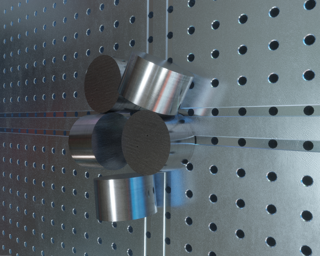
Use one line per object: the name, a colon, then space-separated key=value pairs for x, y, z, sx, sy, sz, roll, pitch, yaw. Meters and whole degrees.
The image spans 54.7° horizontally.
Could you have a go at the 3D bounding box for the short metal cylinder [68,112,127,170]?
short metal cylinder: x=-0.081 y=0.019 z=0.442 sx=0.050 sy=0.081 sz=0.080 roll=-3 pitch=88 yaw=39

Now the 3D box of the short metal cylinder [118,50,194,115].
short metal cylinder: x=-0.005 y=-0.056 z=0.378 sx=0.080 sy=0.081 sz=0.050 roll=35 pitch=111 yaw=34

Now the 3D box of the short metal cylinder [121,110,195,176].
short metal cylinder: x=-0.003 y=0.018 z=0.396 sx=0.080 sy=0.050 sz=0.079 roll=1 pitch=91 yaw=39

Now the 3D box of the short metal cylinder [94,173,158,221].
short metal cylinder: x=-0.045 y=0.088 z=0.410 sx=0.080 sy=0.081 sz=0.050 roll=-8 pitch=86 yaw=40

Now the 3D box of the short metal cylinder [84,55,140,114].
short metal cylinder: x=-0.064 y=-0.061 z=0.445 sx=0.080 sy=0.050 sz=0.079 roll=0 pitch=91 yaw=41
